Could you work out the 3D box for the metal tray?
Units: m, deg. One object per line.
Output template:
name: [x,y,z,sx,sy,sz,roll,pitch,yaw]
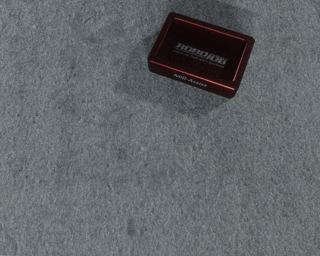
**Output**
metal tray: [0.058,-0.105,0.444,0.130,0.030,0.090,20,71,7]
